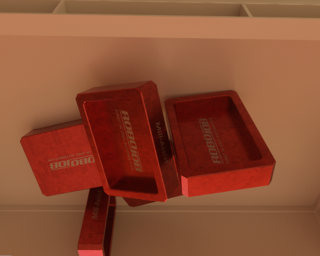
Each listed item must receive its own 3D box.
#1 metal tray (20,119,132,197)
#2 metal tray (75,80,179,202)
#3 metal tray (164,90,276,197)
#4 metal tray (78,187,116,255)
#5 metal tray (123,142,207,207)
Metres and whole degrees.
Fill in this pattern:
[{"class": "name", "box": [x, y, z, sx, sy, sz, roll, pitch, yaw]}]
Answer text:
[{"class": "metal tray", "box": [-0.107, 0.036, 0.414, 0.131, 0.030, 0.089, -12, 108, 9]}, {"class": "metal tray", "box": [-0.036, 0.017, 0.350, 0.090, 0.030, 0.129, -2, 111, 32]}, {"class": "metal tray", "box": [0.058, 0.010, 0.344, 0.091, 0.130, 0.030, -8, 130, -3]}, {"class": "metal tray", "box": [-0.088, 0.139, 0.457, 0.030, 0.130, 0.089, 1, 130, -1]}, {"class": "metal tray", "box": [-0.003, 0.069, 0.465, 0.130, 0.030, 0.090, -17, 129, 13]}]
